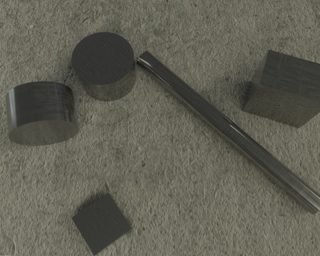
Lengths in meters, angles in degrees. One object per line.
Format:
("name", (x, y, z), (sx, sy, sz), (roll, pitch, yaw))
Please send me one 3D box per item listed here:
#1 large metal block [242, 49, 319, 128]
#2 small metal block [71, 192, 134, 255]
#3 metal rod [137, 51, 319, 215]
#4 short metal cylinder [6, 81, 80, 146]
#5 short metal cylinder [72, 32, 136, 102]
("large metal block", (0.161, -0.047, 0.398), (0.080, 0.080, 0.050), (18, 71, 6))
("small metal block", (-0.067, 0.113, 0.366), (0.050, 0.025, 0.050), (-34, 74, -12))
("metal rod", (0.084, -0.002, 0.409), (0.300, 0.025, 0.025), (42, 75, 13))
("short metal cylinder", (-0.145, -0.016, 0.383), (0.081, 0.080, 0.050), (-13, 71, -5))
("short metal cylinder", (-0.074, -0.083, 0.424), (0.081, 0.050, 0.080), (0, 70, 0))
